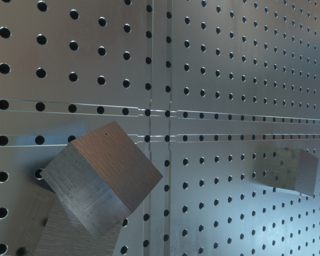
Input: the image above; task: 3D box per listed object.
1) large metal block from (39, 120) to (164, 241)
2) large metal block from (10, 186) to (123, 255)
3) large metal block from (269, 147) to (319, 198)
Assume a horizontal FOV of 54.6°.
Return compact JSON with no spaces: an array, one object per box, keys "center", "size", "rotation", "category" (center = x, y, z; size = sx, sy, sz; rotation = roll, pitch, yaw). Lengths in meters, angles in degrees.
[{"center":[-0.053,0.047,0.307],"size":[0.080,0.050,0.080],"rotation":[49,24,2],"category":"large metal block"},{"center":[-0.093,0.112,0.315],"size":[0.080,0.050,0.080],"rotation":[29,72,-36],"category":"large metal block"},{"center":[0.267,0.088,0.615],"size":[0.080,0.050,0.080],"rotation":[22,76,-38],"category":"large metal block"}]
